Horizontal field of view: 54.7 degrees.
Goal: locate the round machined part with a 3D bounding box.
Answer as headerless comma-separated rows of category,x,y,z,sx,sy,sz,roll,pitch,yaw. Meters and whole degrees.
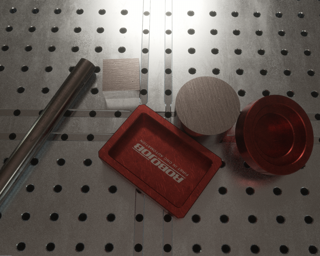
round machined part,0.138,0.010,0.390,0.099,0.042,0.097,2,81,-16

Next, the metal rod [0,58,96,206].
metal rod,-0.174,0.032,0.397,0.025,0.025,0.300,27,72,9

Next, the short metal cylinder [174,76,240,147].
short metal cylinder,0.059,-0.021,0.407,0.081,0.050,0.080,0,70,0

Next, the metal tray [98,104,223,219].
metal tray,0.000,0.041,0.393,0.130,0.030,0.090,36,74,12

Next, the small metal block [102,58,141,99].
small metal block,-0.054,-0.069,0.436,0.050,0.025,0.050,-2,70,-2
